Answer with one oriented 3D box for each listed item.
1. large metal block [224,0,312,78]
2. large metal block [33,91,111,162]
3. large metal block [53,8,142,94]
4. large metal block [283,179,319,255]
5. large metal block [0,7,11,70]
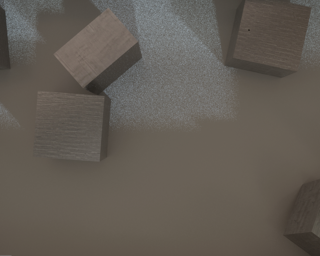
[{"bbox_3d":[0.136,-0.116,0.400,0.080,0.050,0.080,12,90,0],"label":"large metal block"},{"bbox_3d":[-0.110,-0.002,0.398,0.080,0.050,0.080,4,90,0],"label":"large metal block"},{"bbox_3d":[-0.071,-0.089,0.383,0.080,0.080,0.050,-41,90,0],"label":"large metal block"},{"bbox_3d":[0.214,0.120,0.384,0.080,0.050,0.080,37,61,0],"label":"large metal block"},{"bbox_3d":[-0.232,-0.118,0.382,0.050,0.080,0.080,-5,90,0],"label":"large metal block"}]
